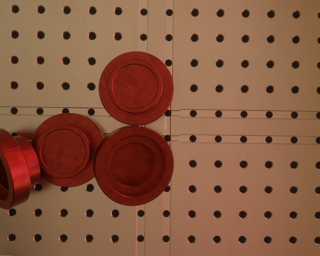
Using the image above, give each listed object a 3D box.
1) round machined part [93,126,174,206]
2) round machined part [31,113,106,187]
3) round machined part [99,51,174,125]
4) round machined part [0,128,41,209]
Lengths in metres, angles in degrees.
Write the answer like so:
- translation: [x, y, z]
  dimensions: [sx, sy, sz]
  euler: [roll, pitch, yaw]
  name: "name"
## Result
- translation: [-0.035, 0.045, 0.395]
  dimensions: [0.099, 0.042, 0.097]
  euler: [-1, 94, -19]
  name: "round machined part"
- translation: [-0.120, 0.029, 0.403]
  dimensions: [0.099, 0.042, 0.097]
  euler: [0, 90, -1]
  name: "round machined part"
- translation: [-0.031, -0.052, 0.404]
  dimensions: [0.099, 0.042, 0.097]
  euler: [0, 90, -1]
  name: "round machined part"
- translation: [-0.186, 0.047, 0.386]
  dimensions: [0.098, 0.042, 0.097]
  euler: [14, 112, 37]
  name: "round machined part"
